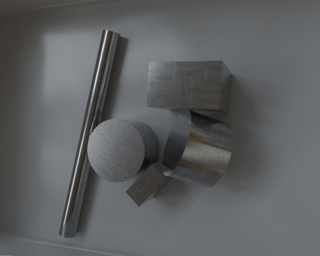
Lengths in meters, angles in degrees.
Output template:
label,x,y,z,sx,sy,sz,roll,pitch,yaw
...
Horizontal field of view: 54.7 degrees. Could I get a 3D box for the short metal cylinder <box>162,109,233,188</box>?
label,x,y,z,sx,sy,sz,roll,pitch,yaw
short metal cylinder,0.041,0.024,0.359,0.050,0.080,0.080,19,97,-13

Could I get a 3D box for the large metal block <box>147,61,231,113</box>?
label,x,y,z,sx,sy,sz,roll,pitch,yaw
large metal block,0.038,-0.046,0.367,0.080,0.080,0.050,3,91,19

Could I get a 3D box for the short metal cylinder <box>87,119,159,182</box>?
label,x,y,z,sx,sy,sz,roll,pitch,yaw
short metal cylinder,-0.048,0.028,0.413,0.080,0.050,0.079,0,90,19

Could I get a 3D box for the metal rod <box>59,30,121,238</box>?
label,x,y,z,sx,sy,sz,roll,pitch,yaw
metal rod,-0.102,0.011,0.444,0.025,0.025,0.298,15,95,19

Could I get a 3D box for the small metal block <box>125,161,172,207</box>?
label,x,y,z,sx,sy,sz,roll,pitch,yaw
small metal block,-0.009,0.070,0.400,0.025,0.050,0.050,46,104,14
